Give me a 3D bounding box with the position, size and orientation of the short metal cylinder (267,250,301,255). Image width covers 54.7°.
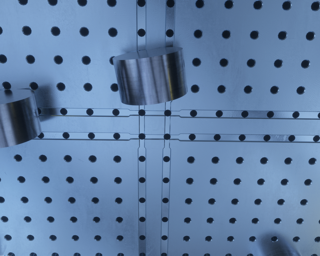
[{"bbox_3d":[0.204,0.245,0.493,0.081,0.050,0.079,0,110,-1],"label":"short metal cylinder"}]

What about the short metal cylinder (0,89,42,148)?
[{"bbox_3d":[-0.191,-0.014,0.376,0.081,0.080,0.050,-3,110,1],"label":"short metal cylinder"}]

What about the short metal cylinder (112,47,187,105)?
[{"bbox_3d":[-0.011,-0.062,0.361,0.080,0.080,0.050,-8,110,2],"label":"short metal cylinder"}]
